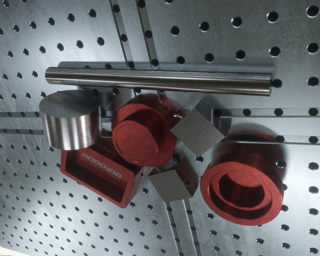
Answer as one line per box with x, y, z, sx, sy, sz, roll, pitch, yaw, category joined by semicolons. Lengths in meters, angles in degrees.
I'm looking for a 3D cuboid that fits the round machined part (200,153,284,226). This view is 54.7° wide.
0.104;0.072;0.390;0.098;0.042;0.097;13;124;21;round machined part

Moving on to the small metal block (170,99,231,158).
0.050;0.001;0.386;0.050;0.025;0.050;44;129;-2;small metal block

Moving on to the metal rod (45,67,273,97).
-0.021;-0.060;0.384;0.301;0.025;0.025;6;121;24;metal rod

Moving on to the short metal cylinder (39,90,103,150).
-0.122;-0.013;0.432;0.080;0.080;0.050;16;125;19;short metal cylinder

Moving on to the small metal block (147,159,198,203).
0.019;0.078;0.450;0.050;0.025;0.050;-21;108;36;small metal block

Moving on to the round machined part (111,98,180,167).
-0.025;0.012;0.420;0.098;0.042;0.097;12;121;22;round machined part

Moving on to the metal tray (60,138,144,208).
-0.096;0.063;0.497;0.130;0.030;0.089;27;128;11;metal tray
